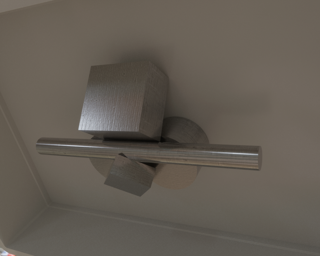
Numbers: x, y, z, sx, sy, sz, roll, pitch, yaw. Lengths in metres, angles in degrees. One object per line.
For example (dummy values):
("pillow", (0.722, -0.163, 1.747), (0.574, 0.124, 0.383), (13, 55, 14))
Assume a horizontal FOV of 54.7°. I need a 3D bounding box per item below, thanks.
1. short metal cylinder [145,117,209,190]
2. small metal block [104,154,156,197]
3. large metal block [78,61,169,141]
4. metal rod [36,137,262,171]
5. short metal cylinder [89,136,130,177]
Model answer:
("short metal cylinder", (0.018, 0.032, 0.400), (0.080, 0.050, 0.079), (13, 124, 20))
("small metal block", (-0.038, 0.060, 0.384), (0.050, 0.025, 0.050), (21, 151, -8))
("large metal block", (-0.041, -0.029, 0.366), (0.080, 0.050, 0.080), (1, 76, 27))
("metal rod", (-0.034, 0.028, 0.376), (0.301, 0.025, 0.025), (1, 119, 27))
("short metal cylinder", (-0.054, 0.031, 0.437), (0.080, 0.050, 0.079), (13, 124, 20))
